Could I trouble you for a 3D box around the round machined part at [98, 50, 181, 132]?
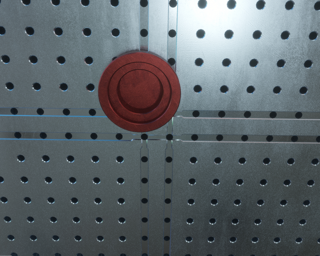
[{"bbox_3d":[-0.024,-0.047,0.387,0.099,0.042,0.097,0,110,0],"label":"round machined part"}]
